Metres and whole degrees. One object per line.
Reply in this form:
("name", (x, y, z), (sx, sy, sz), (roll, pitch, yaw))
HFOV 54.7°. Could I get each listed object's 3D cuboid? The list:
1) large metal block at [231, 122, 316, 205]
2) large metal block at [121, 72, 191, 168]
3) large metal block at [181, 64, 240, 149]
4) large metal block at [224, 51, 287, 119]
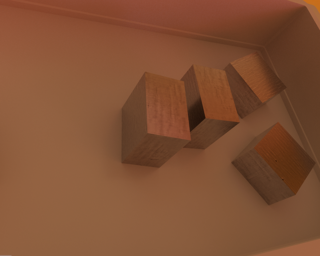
("large metal block", (0.165, 0.050, 0.451), (0.080, 0.050, 0.081), (50, 51, 6))
("large metal block", (-0.009, -0.007, 0.371), (0.050, 0.080, 0.080), (11, 57, -23))
("large metal block", (0.053, -0.025, 0.416), (0.050, 0.080, 0.080), (6, 59, -26))
("large metal block", (0.149, -0.073, 0.517), (0.081, 0.050, 0.080), (-28, 77, -37))
